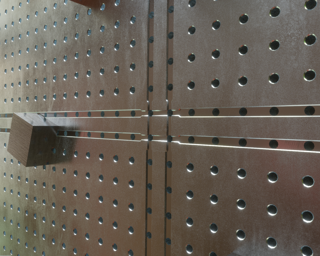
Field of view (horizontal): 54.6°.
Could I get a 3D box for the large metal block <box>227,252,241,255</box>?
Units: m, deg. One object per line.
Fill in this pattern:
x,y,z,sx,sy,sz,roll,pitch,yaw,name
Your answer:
0.095,0.187,0.315,0.080,0.050,0.080,7,95,40,large metal block

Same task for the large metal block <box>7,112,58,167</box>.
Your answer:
-0.247,0.021,0.600,0.080,0.050,0.080,24,105,37,large metal block

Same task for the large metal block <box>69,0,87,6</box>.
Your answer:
-0.142,-0.268,0.512,0.080,0.050,0.080,-45,63,30,large metal block
